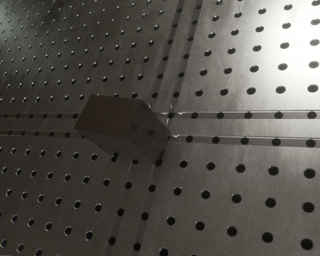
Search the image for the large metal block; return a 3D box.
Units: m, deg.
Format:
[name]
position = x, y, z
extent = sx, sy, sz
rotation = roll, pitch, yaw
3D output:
[large metal block]
position = -0.046, 0.003, 0.393
extent = 0.080, 0.080, 0.050
rotation = 9, 67, 32
